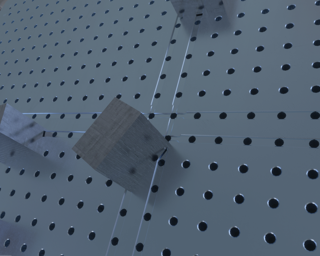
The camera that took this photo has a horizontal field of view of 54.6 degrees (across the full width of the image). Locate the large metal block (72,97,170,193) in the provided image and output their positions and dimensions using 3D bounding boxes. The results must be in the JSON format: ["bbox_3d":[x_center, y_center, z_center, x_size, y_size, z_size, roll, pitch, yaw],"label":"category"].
[{"bbox_3d":[-0.045,0.022,0.384,0.050,0.080,0.080,32,79,38],"label":"large metal block"}]

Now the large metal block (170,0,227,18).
[{"bbox_3d":[0.066,-0.233,0.502,0.080,0.050,0.080,0,62,28],"label":"large metal block"}]

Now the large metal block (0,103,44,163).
[{"bbox_3d":[-0.251,0.012,0.499,0.080,0.080,0.050,-15,56,20],"label":"large metal block"}]
